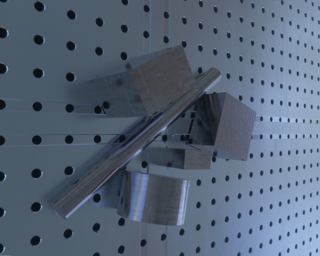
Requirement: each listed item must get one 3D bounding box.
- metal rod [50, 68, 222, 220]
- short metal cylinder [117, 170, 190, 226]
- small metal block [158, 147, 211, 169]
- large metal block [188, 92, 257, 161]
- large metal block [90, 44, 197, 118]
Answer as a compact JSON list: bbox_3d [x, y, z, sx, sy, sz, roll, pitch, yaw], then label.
[{"bbox_3d":[-0.010,0.002,0.402,0.302,0.025,0.025,-42,116,-32],"label":"metal rod"},{"bbox_3d":[-0.007,0.081,0.368,0.081,0.080,0.050,15,81,-39],"label":"short metal cylinder"},{"bbox_3d":[0.034,0.042,0.424,0.050,0.050,0.025,7,86,-40],"label":"small metal block"},{"bbox_3d":[0.097,0.000,0.473,0.080,0.050,0.080,25,75,-38],"label":"large metal block"},{"bbox_3d":[-0.019,-0.053,0.360,0.081,0.080,0.050,-35,112,-35],"label":"large metal block"}]
